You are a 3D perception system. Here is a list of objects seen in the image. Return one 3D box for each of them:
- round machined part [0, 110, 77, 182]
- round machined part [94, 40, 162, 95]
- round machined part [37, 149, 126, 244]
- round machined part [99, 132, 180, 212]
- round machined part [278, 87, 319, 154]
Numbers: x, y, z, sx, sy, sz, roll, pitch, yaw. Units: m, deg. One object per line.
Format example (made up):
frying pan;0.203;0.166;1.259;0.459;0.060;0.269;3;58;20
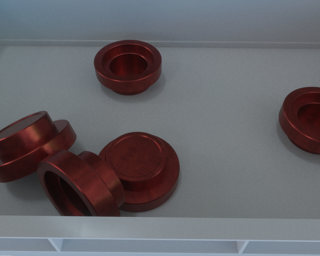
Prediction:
round machined part;-0.149;0.015;0.350;0.098;0.042;0.098;-20;22;9
round machined part;-0.047;-0.087;0.467;0.099;0.042;0.098;0;50;0
round machined part;-0.073;0.062;0.306;0.098;0.097;0.042;32;49;24
round machined part;-0.027;0.043;0.358;0.099;0.042;0.098;0;50;0
round machined part;0.203;-0.005;0.399;0.099;0.042;0.098;0;50;0
